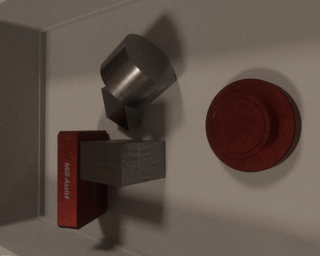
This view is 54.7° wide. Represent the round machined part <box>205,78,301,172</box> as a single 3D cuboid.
[{"bbox_3d":[0.089,-0.003,0.321,0.098,0.042,0.097,0,90,39],"label":"round machined part"}]

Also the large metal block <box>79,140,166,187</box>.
[{"bbox_3d":[-0.049,0.042,0.409,0.080,0.081,0.050,0,90,39],"label":"large metal block"}]

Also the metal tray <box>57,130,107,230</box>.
[{"bbox_3d":[-0.109,0.068,0.449,0.030,0.090,0.129,0,90,16],"label":"metal tray"}]

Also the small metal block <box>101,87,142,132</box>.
[{"bbox_3d":[-0.053,-0.030,0.435,0.050,0.025,0.050,31,140,35],"label":"small metal block"}]

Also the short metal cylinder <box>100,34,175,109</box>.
[{"bbox_3d":[-0.027,-0.071,0.392,0.050,0.081,0.080,-38,67,33],"label":"short metal cylinder"}]
